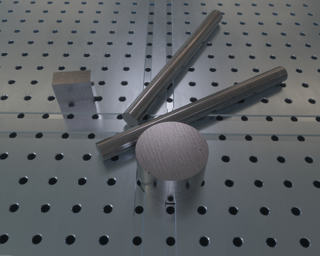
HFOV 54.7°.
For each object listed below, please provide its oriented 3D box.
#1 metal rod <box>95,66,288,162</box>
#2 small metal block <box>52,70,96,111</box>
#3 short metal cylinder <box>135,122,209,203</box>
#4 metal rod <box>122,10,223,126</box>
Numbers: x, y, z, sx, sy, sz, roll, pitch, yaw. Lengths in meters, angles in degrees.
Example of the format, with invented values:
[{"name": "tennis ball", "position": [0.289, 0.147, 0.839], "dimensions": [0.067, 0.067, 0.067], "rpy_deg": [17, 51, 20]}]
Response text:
[{"name": "metal rod", "position": [0.057, -0.027, 0.430], "dimensions": [0.302, 0.025, 0.025], "rpy_deg": [-23, 54, -19]}, {"name": "small metal block", "position": [-0.118, -0.052, 0.435], "dimensions": [0.050, 0.050, 0.025], "rpy_deg": [-5, 50, -4]}, {"name": "short metal cylinder", "position": [0.013, 0.039, 0.359], "dimensions": [0.081, 0.050, 0.080], "rpy_deg": [0, 50, 0]}, {"name": "metal rod", "position": [0.033, -0.112, 0.501], "dimensions": [0.025, 0.025, 0.301], "rpy_deg": [23, 54, 18]}]
